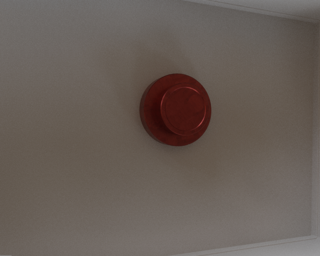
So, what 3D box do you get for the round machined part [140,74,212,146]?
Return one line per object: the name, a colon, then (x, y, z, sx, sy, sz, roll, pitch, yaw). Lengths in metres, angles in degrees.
round machined part: (0.026, -0.024, 0.412, 0.099, 0.042, 0.097, 0, 90, -21)
